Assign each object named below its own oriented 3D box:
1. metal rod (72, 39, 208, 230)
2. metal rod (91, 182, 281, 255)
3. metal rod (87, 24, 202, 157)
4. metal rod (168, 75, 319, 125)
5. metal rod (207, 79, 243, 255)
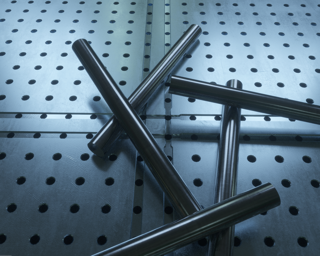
[{"bbox_3d":[-0.036,-0.008,0.384,0.025,0.025,0.299,-26,64,-20],"label":"metal rod"},{"bbox_3d":[-0.027,0.117,0.288,0.302,0.025,0.025,-20,53,-9],"label":"metal rod"},{"bbox_3d":[-0.008,-0.074,0.469,0.025,0.025,0.301,23,53,17],"label":"metal rod"},{"bbox_3d":[0.161,-0.027,0.408,0.302,0.025,0.025,12,51,0],"label":"metal rod"},{"bbox_3d":[0.080,0.049,0.367,0.025,0.025,0.300,9,50,7],"label":"metal rod"}]
